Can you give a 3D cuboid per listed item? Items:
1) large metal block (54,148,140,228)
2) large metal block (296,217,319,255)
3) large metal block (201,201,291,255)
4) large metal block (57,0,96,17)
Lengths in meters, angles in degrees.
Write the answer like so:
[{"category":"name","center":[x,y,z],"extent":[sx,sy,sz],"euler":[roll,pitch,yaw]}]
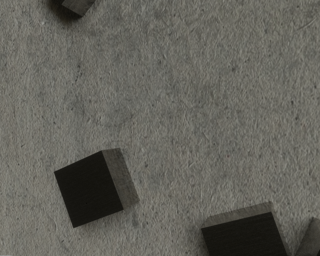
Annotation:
[{"category":"large metal block","center":[-0.086,0.080,0.426],"extent":[0.080,0.050,0.080],"euler":[-24,82,18]},{"category":"large metal block","center":[0.190,0.141,0.312],"extent":[0.080,0.080,0.050],"euler":[23,98,18]},{"category":"large metal block","center":[0.103,0.139,0.359],"extent":[0.080,0.050,0.080],"euler":[-20,83,19]},{"category":"large metal block","center":[-0.123,-0.222,0.439],"extent":[0.080,0.050,0.080],"euler":[-46,76,14]}]
